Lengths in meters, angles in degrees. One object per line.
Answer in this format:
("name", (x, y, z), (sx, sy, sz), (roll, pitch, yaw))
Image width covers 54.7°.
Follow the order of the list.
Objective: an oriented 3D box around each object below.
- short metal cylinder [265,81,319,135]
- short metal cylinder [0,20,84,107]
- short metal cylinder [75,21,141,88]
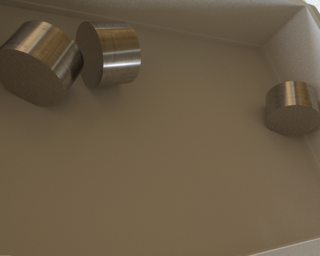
("short metal cylinder", (0.216, -0.031, 0.509), (0.080, 0.080, 0.050), (22, 54, -15))
("short metal cylinder", (-0.132, -0.069, 0.342), (0.080, 0.080, 0.050), (27, 52, -12))
("short metal cylinder", (-0.067, -0.093, 0.392), (0.050, 0.080, 0.080), (-14, 69, -34))
